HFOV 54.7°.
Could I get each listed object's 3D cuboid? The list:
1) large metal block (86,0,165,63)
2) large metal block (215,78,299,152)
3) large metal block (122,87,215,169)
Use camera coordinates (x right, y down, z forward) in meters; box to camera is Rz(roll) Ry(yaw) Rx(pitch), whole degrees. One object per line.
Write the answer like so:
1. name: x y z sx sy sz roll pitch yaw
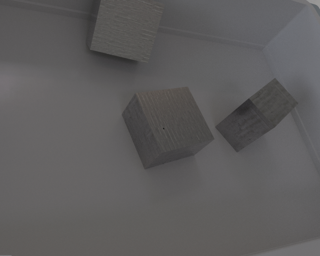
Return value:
1. large metal block: -0.049 -0.141 0.421 0.081 0.079 0.050 8 22 -24
2. large metal block: 0.142 -0.019 0.458 0.081 0.080 0.050 -34 81 -38
3. large metal block: 0.009 -0.002 0.395 0.081 0.050 0.080 -12 68 -33
